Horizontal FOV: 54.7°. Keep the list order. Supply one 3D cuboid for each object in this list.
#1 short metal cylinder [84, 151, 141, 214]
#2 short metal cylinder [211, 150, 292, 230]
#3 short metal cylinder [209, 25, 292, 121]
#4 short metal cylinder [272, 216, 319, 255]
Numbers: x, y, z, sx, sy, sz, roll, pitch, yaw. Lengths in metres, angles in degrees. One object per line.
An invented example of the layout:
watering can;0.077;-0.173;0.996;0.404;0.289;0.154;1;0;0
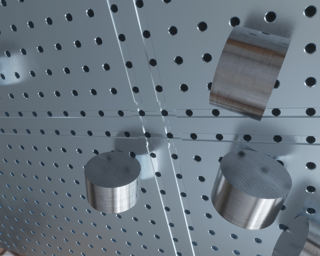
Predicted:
short metal cylinder;-0.069;0.079;0.459;0.080;0.080;0.050;16;125;18
short metal cylinder;0.105;0.070;0.363;0.080;0.080;0.050;20;126;16
short metal cylinder;0.086;-0.052;0.298;0.050;0.080;0.079;21;126;16
short metal cylinder;0.180;0.155;0.377;0.050;0.080;0.079;31;128;8
